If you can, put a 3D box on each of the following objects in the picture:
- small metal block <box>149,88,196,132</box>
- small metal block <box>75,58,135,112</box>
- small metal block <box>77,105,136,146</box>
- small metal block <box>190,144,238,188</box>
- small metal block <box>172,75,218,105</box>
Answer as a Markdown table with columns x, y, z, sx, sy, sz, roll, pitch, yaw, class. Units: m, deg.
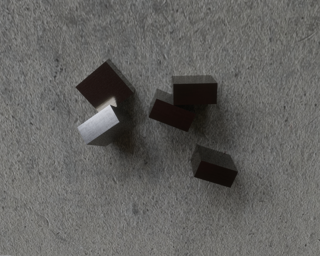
| x | y | z | sx | sy | sz | roll | pitch | yaw | class |
| --- | --- | --- | --- | --- | --- | --- | --- | --- | --- |
| 0.015 | -0.023 | 0.388 | 0.050 | 0.050 | 0.025 | 21 | 109 | -8 | small metal block |
| -0.068 | -0.051 | 0.390 | 0.050 | 0.025 | 0.050 | -37 | 106 | 12 | small metal block |
| -0.066 | -0.001 | 0.392 | 0.050 | 0.050 | 0.025 | -33 | 75 | 11 | small metal block |
| 0.071 | 0.050 | 0.415 | 0.050 | 0.050 | 0.025 | 17 | 109 | -7 | small metal block |
| 0.040 | -0.047 | 0.379 | 0.050 | 0.050 | 0.025 | -1 | 110 | 0 | small metal block |
